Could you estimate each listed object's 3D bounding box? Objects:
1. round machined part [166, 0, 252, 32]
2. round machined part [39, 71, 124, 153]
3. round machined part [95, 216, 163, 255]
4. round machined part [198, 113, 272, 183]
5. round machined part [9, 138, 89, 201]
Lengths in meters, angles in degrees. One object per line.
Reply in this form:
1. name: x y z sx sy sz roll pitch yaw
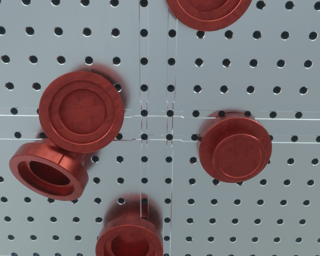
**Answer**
1. round machined part: 0.053 -0.160 0.346 0.099 0.042 0.097 0 110 0
2. round machined part: -0.095 -0.020 0.386 0.099 0.042 0.097 -1 95 -10
3. round machined part: -0.044 0.173 0.468 0.099 0.042 0.097 0 110 0
4. round machined part: 0.102 0.032 0.417 0.099 0.042 0.097 0 110 0
5. round machined part: -0.140 0.051 0.408 0.098 0.042 0.097 10 137 10
